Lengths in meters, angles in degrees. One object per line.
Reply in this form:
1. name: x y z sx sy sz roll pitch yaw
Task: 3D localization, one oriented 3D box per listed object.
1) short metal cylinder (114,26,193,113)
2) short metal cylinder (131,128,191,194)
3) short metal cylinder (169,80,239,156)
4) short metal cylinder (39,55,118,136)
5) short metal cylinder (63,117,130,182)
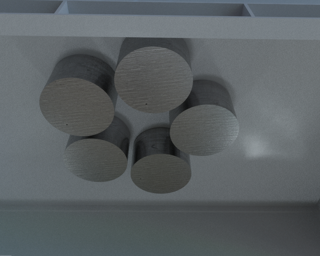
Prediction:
1. short metal cylinder: -0.006 -0.063 0.336 0.081 0.050 0.079 0 130 0
2. short metal cylinder: 0.001 0.046 0.429 0.081 0.050 0.079 0 130 0
3. short metal cylinder: 0.052 -0.011 0.381 0.081 0.050 0.079 0 130 0
4. short metal cylinder: -0.090 -0.037 0.358 0.081 0.050 0.079 0 130 0
5. short metal cylinder: -0.082 0.027 0.412 0.081 0.050 0.079 0 130 0
